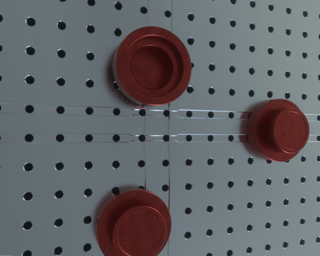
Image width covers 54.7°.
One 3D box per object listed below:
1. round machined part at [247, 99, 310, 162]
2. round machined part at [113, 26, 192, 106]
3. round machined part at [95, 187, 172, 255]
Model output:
[{"bbox_3d":[0.187,0.004,0.475,0.099,0.042,0.097,0,90,-21],"label":"round machined part"},{"bbox_3d":[-0.012,-0.077,0.400,0.099,0.042,0.097,0,90,-21],"label":"round machined part"},{"bbox_3d":[-0.030,0.128,0.394,0.099,0.042,0.097,0,90,-21],"label":"round machined part"}]
